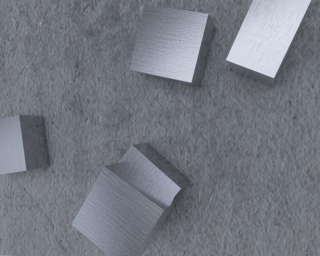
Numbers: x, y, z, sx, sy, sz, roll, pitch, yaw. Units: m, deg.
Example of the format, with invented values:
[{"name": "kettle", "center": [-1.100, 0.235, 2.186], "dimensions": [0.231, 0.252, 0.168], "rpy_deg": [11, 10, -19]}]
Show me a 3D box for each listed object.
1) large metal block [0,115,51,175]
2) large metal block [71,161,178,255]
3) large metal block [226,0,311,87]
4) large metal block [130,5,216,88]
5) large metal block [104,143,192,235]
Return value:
[{"name": "large metal block", "center": [-0.222, 0.027, 0.472], "dimensions": [0.080, 0.050, 0.080], "rpy_deg": [-10, 87, 19]}, {"name": "large metal block", "center": [-0.040, 0.096, 0.356], "dimensions": [0.080, 0.050, 0.080], "rpy_deg": [33, 101, 16]}, {"name": "large metal block", "center": [0.118, -0.095, 0.338], "dimensions": [0.050, 0.080, 0.080], "rpy_deg": [26, 99, 18]}, {"name": "large metal block", "center": [0.017, -0.101, 0.389], "dimensions": [0.080, 0.050, 0.079], "rpy_deg": [15, 95, 19]}, {"name": "large metal block", "center": [-0.020, 0.076, 0.402], "dimensions": [0.080, 0.050, 0.080], "rpy_deg": [40, 102, 15]}]
